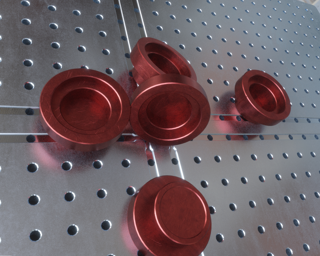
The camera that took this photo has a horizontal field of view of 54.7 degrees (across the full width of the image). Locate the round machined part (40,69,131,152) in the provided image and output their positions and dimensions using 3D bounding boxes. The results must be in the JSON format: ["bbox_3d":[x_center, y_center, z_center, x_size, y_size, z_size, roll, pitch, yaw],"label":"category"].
[{"bbox_3d":[-0.087,-0.017,0.358,0.099,0.042,0.098,10,59,-17],"label":"round machined part"}]

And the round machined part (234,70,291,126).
[{"bbox_3d":[0.165,-0.046,0.516,0.099,0.042,0.098,14,56,-21],"label":"round machined part"}]

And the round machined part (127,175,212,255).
[{"bbox_3d":[0.017,0.099,0.347,0.099,0.042,0.098,14,56,-21],"label":"round machined part"}]

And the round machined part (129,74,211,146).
[{"bbox_3d":[0.011,-0.027,0.388,0.099,0.097,0.042,18,37,-18],"label":"round machined part"}]

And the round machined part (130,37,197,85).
[{"bbox_3d":[0.000,-0.079,0.436,0.098,0.042,0.098,26,36,-21],"label":"round machined part"}]
